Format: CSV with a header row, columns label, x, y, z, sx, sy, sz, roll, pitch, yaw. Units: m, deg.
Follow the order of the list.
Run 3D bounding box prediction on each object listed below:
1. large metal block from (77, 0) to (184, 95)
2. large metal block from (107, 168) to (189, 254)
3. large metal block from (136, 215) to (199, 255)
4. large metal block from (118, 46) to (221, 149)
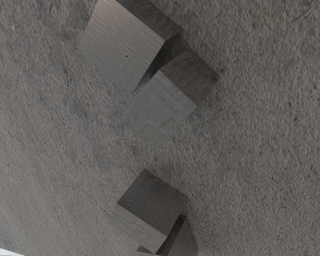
label,x,y,z,sx,sy,sz,roll,pitch,yaw
large metal block,-0.035,-0.098,0.348,0.080,0.050,0.080,39,129,1
large metal block,-0.016,0.119,0.454,0.080,0.080,0.050,32,129,7
large metal block,0.015,0.193,0.483,0.050,0.080,0.080,-3,117,30
large metal block,0.011,-0.035,0.344,0.050,0.080,0.080,44,129,-3
